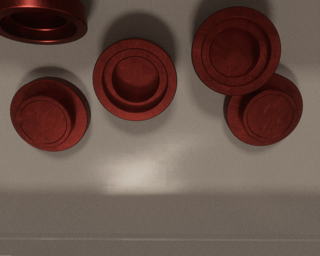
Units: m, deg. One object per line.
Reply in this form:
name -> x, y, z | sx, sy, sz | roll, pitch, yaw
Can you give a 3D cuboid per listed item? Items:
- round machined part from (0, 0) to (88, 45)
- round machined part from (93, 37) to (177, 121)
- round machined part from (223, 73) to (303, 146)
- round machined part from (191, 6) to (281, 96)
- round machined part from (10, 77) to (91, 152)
round machined part -> -0.129, -0.126, 0.330 | 0.099, 0.098, 0.042 | -4, 85, 1
round machined part -> -0.029, -0.061, 0.379 | 0.099, 0.042, 0.097 | 0, 110, -1
round machined part -> 0.134, -0.021, 0.397 | 0.099, 0.042, 0.097 | 0, 110, -1
round machined part -> 0.086, -0.088, 0.365 | 0.099, 0.042, 0.097 | 1, 100, 4
round machined part -> -0.142, -0.014, 0.395 | 0.099, 0.042, 0.097 | 0, 110, -1
